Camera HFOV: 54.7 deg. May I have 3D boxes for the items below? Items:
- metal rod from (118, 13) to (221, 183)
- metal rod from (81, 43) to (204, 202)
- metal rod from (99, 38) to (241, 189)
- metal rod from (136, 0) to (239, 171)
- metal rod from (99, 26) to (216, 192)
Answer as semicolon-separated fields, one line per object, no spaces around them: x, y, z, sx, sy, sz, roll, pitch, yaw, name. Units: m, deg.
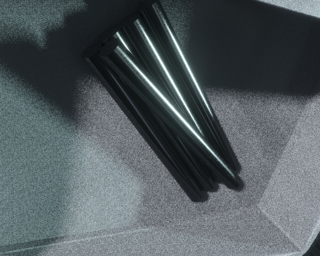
0.034;-0.016;0.415;0.025;0.025;0.300;-37;129;-3;metal rod
-0.005;0.015;0.414;0.025;0.025;0.300;-37;129;-3;metal rod
0.033;0.004;0.394;0.025;0.025;0.300;-44;129;2;metal rod
0.052;-0.033;0.415;0.025;0.025;0.300;-37;129;-3;metal rod
0.013;-0.002;0.413;0.025;0.025;0.300;-37;129;-3;metal rod
